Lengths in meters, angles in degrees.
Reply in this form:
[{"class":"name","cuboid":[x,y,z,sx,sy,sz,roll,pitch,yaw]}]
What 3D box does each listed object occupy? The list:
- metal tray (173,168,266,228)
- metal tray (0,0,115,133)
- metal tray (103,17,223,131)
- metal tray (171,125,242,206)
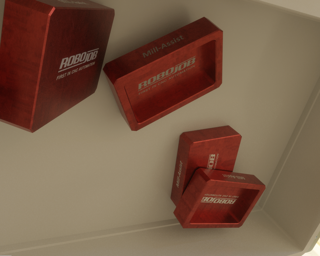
[{"class":"metal tray","cuboid":[0.096,0.113,0.487,0.131,0.030,0.089,12,112,-34]},{"class":"metal tray","cuboid":[-0.082,-0.061,0.263,0.030,0.130,0.089,20,112,3]},{"class":"metal tray","cuboid":[0.010,-0.059,0.357,0.131,0.030,0.090,-28,145,-10]},{"class":"metal tray","cuboid":[0.070,0.064,0.483,0.091,0.030,0.129,-8,122,-24]}]
